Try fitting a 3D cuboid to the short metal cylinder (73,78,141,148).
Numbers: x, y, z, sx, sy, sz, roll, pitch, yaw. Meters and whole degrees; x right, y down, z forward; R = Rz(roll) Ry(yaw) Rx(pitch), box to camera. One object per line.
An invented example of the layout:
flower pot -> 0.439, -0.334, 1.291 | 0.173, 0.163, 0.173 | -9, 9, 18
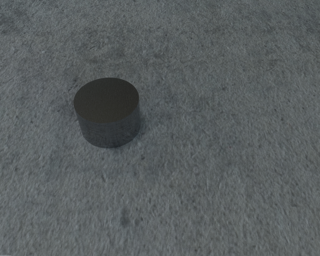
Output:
short metal cylinder -> -0.066, -0.020, 0.403 | 0.081, 0.050, 0.080 | 0, 50, 0
